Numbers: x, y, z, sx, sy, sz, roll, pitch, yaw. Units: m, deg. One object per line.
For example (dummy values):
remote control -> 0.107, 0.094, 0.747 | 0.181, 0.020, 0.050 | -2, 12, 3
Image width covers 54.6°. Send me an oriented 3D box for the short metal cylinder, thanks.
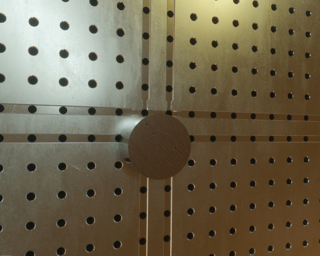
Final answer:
short metal cylinder -> -0.008, 0.022, 0.396 | 0.081, 0.050, 0.080 | 0, 90, -20
